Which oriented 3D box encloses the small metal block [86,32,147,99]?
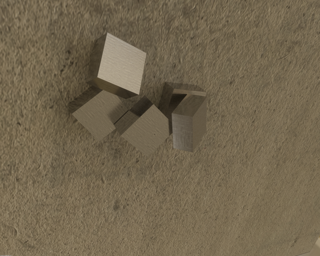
[{"bbox_3d":[-0.046,-0.064,0.330,0.050,0.025,0.050,20,71,-36],"label":"small metal block"}]

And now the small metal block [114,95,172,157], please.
[{"bbox_3d":[-0.016,-0.002,0.366,0.050,0.025,0.050,-44,130,2],"label":"small metal block"}]

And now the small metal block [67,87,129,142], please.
[{"bbox_3d":[-0.069,-0.021,0.358,0.050,0.025,0.050,-38,130,-3],"label":"small metal block"}]

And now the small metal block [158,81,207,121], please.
[{"bbox_3d":[0.027,-0.031,0.406,0.050,0.025,0.050,2,118,-30],"label":"small metal block"}]

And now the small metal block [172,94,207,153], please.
[{"bbox_3d":[0.037,-0.007,0.377,0.050,0.025,0.050,-51,145,-48],"label":"small metal block"}]
